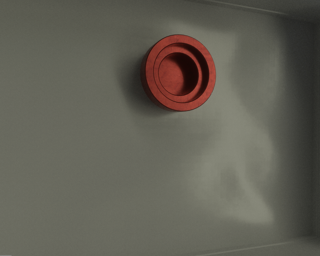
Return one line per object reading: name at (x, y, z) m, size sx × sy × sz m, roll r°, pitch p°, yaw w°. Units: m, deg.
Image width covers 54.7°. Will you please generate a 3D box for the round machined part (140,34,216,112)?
round machined part at (0.021, -0.070, 0.410) m, size 0.099 × 0.042 × 0.097 m, roll 0°, pitch 90°, yaw -20°
